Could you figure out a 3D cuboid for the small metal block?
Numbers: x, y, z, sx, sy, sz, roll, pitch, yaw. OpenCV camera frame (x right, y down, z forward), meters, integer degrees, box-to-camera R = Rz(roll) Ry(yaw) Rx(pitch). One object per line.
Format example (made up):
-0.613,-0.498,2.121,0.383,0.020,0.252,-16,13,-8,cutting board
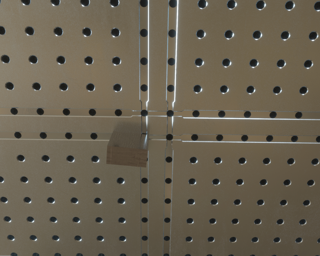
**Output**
-0.041,0.027,0.410,0.050,0.050,0.025,6,110,-2,small metal block
